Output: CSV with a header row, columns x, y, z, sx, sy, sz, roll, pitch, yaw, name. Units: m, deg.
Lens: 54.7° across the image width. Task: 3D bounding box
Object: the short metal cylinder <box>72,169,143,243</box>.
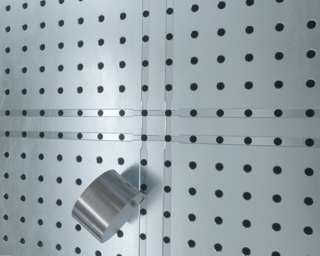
x,y,z,sx,sy,sz,roll,pitch,yaw,name
-0.067,0.101,0.406,0.050,0.080,0.080,36,102,16,short metal cylinder
